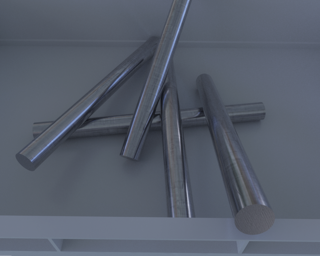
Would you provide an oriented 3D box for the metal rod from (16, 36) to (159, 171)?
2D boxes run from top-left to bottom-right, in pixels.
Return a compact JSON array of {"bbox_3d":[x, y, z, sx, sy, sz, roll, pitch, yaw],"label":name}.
[{"bbox_3d":[-0.075,-0.054,0.425,0.025,0.025,0.301,21,46,16],"label":"metal rod"}]

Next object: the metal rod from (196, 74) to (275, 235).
[{"bbox_3d":[0.063,-0.006,0.331,0.025,0.025,0.300,1,25,1],"label":"metal rod"}]

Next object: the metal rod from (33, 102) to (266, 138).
[{"bbox_3d":[-0.010,-0.009,0.412,0.302,0.025,0.025,-5,50,-5],"label":"metal rod"}]

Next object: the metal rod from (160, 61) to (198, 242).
[{"bbox_3d":[0.014,-0.010,0.375,0.025,0.025,0.300,-2,43,-2],"label":"metal rod"}]

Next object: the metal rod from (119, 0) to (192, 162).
[{"bbox_3d":[0.007,-0.102,0.408,0.025,0.025,0.299,15,76,12],"label":"metal rod"}]
